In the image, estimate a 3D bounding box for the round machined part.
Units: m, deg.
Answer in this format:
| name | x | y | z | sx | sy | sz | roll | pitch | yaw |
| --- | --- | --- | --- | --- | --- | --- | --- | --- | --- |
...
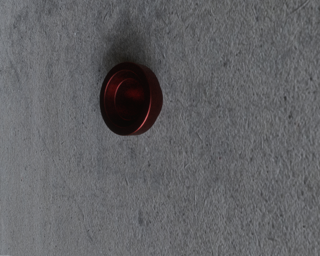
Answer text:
| name | x | y | z | sx | sy | sz | roll | pitch | yaw |
| --- | --- | --- | --- | --- | --- | --- | --- | --- | --- |
| round machined part | -0.035 | -0.039 | 0.424 | 0.098 | 0.042 | 0.097 | 0 | 90 | 40 |
